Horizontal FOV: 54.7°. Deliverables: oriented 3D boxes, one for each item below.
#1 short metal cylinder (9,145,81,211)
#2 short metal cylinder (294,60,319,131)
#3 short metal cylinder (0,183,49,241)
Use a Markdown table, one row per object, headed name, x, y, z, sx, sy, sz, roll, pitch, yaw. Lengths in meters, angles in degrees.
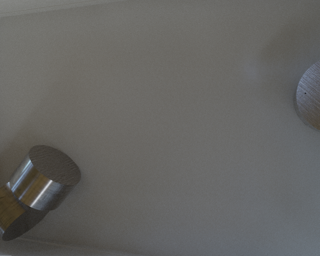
| name | x | y | z | sx | sy | sz | roll | pitch | yaw |
| --- | --- | --- | --- | --- | --- | --- | --- | --- | --- |
| short metal cylinder | -0.161 | 0.069 | 0.438 | 0.080 | 0.080 | 0.050 | 43 | 104 | 15 |
| short metal cylinder | 0.188 | -0.033 | 0.331 | 0.080 | 0.050 | 0.080 | 0 | 90 | 20 |
| short metal cylinder | -0.208 | 0.117 | 0.455 | 0.050 | 0.080 | 0.080 | 43 | 103 | 15 |
